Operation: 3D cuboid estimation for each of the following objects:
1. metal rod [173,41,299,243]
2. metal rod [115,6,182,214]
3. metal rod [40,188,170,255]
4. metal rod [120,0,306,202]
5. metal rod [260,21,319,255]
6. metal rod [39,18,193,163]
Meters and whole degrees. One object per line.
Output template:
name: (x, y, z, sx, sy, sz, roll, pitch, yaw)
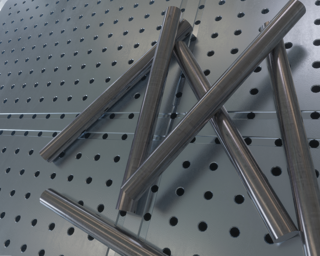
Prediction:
metal rod: (0.073, -0.010, 0.376, 0.025, 0.025, 0.300, -29, 52, 10)
metal rod: (-0.010, -0.038, 0.420, 0.025, 0.025, 0.299, 1, 68, 29)
metal rod: (-0.037, 0.131, 0.348, 0.300, 0.025, 0.025, 16, 70, 34)
metal rod: (0.066, -0.036, 0.362, 0.300, 0.025, 0.025, -48, 51, -6)
metal rod: (0.142, -0.005, 0.336, 0.025, 0.025, 0.300, -12, 57, 22)
metal rod: (-0.066, -0.058, 0.479, 0.300, 0.025, 0.025, -43, 51, -2)
